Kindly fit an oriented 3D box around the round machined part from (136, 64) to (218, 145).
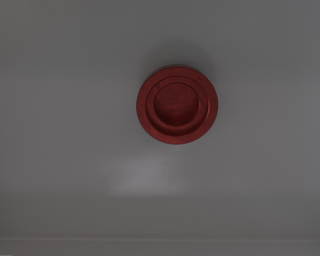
[{"bbox_3d":[0.021,-0.032,0.391,0.099,0.042,0.097,0,110,0],"label":"round machined part"}]
